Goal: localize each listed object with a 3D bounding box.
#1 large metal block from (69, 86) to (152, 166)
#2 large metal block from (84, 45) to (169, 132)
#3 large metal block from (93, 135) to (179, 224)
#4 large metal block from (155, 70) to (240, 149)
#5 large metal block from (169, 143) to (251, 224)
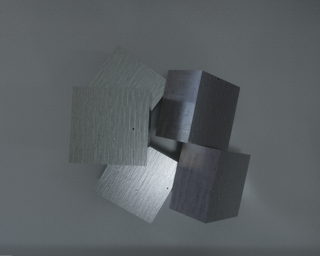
[{"bbox_3d":[-0.052,-0.002,0.345,0.081,0.050,0.079,3,89,1],"label":"large metal block"},{"bbox_3d":[-0.042,-0.045,0.397,0.080,0.050,0.080,36,90,-1],"label":"large metal block"},{"bbox_3d":[-0.026,0.060,0.394,0.080,0.050,0.080,30,90,-1],"label":"large metal block"},{"bbox_3d":[0.048,-0.021,0.377,0.081,0.050,0.080,11,90,-45],"label":"large metal block"},{"bbox_3d":[0.063,0.064,0.376,0.050,0.080,0.080,12,90,39],"label":"large metal block"}]
